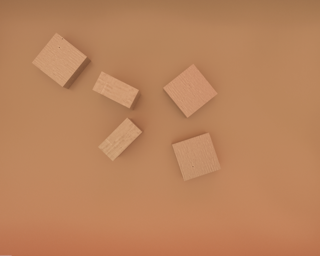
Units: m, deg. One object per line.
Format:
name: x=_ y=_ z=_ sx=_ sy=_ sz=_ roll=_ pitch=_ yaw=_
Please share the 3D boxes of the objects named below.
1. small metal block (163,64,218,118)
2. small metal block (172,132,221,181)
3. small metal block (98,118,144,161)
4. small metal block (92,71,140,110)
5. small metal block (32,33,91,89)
small metal block: x=0.039 y=-0.048 z=0.412 sx=0.050 sy=0.025 sz=0.050 roll=-39 pitch=91 yaw=0
small metal block: x=0.047 y=0.037 z=0.412 sx=0.050 sy=0.025 sz=0.050 roll=-18 pitch=90 yaw=-1
small metal block: x=-0.048 y=0.014 z=0.398 sx=0.025 sy=0.050 sz=0.050 roll=45 pitch=90 yaw=-1
small metal block: x=-0.054 y=-0.046 z=0.398 sx=0.050 sy=0.050 sz=0.025 roll=27 pitch=90 yaw=-1
small metal block: x=-0.129 y=-0.088 z=0.410 sx=0.050 sy=0.025 sz=0.050 roll=39 pitch=90 yaw=-1
